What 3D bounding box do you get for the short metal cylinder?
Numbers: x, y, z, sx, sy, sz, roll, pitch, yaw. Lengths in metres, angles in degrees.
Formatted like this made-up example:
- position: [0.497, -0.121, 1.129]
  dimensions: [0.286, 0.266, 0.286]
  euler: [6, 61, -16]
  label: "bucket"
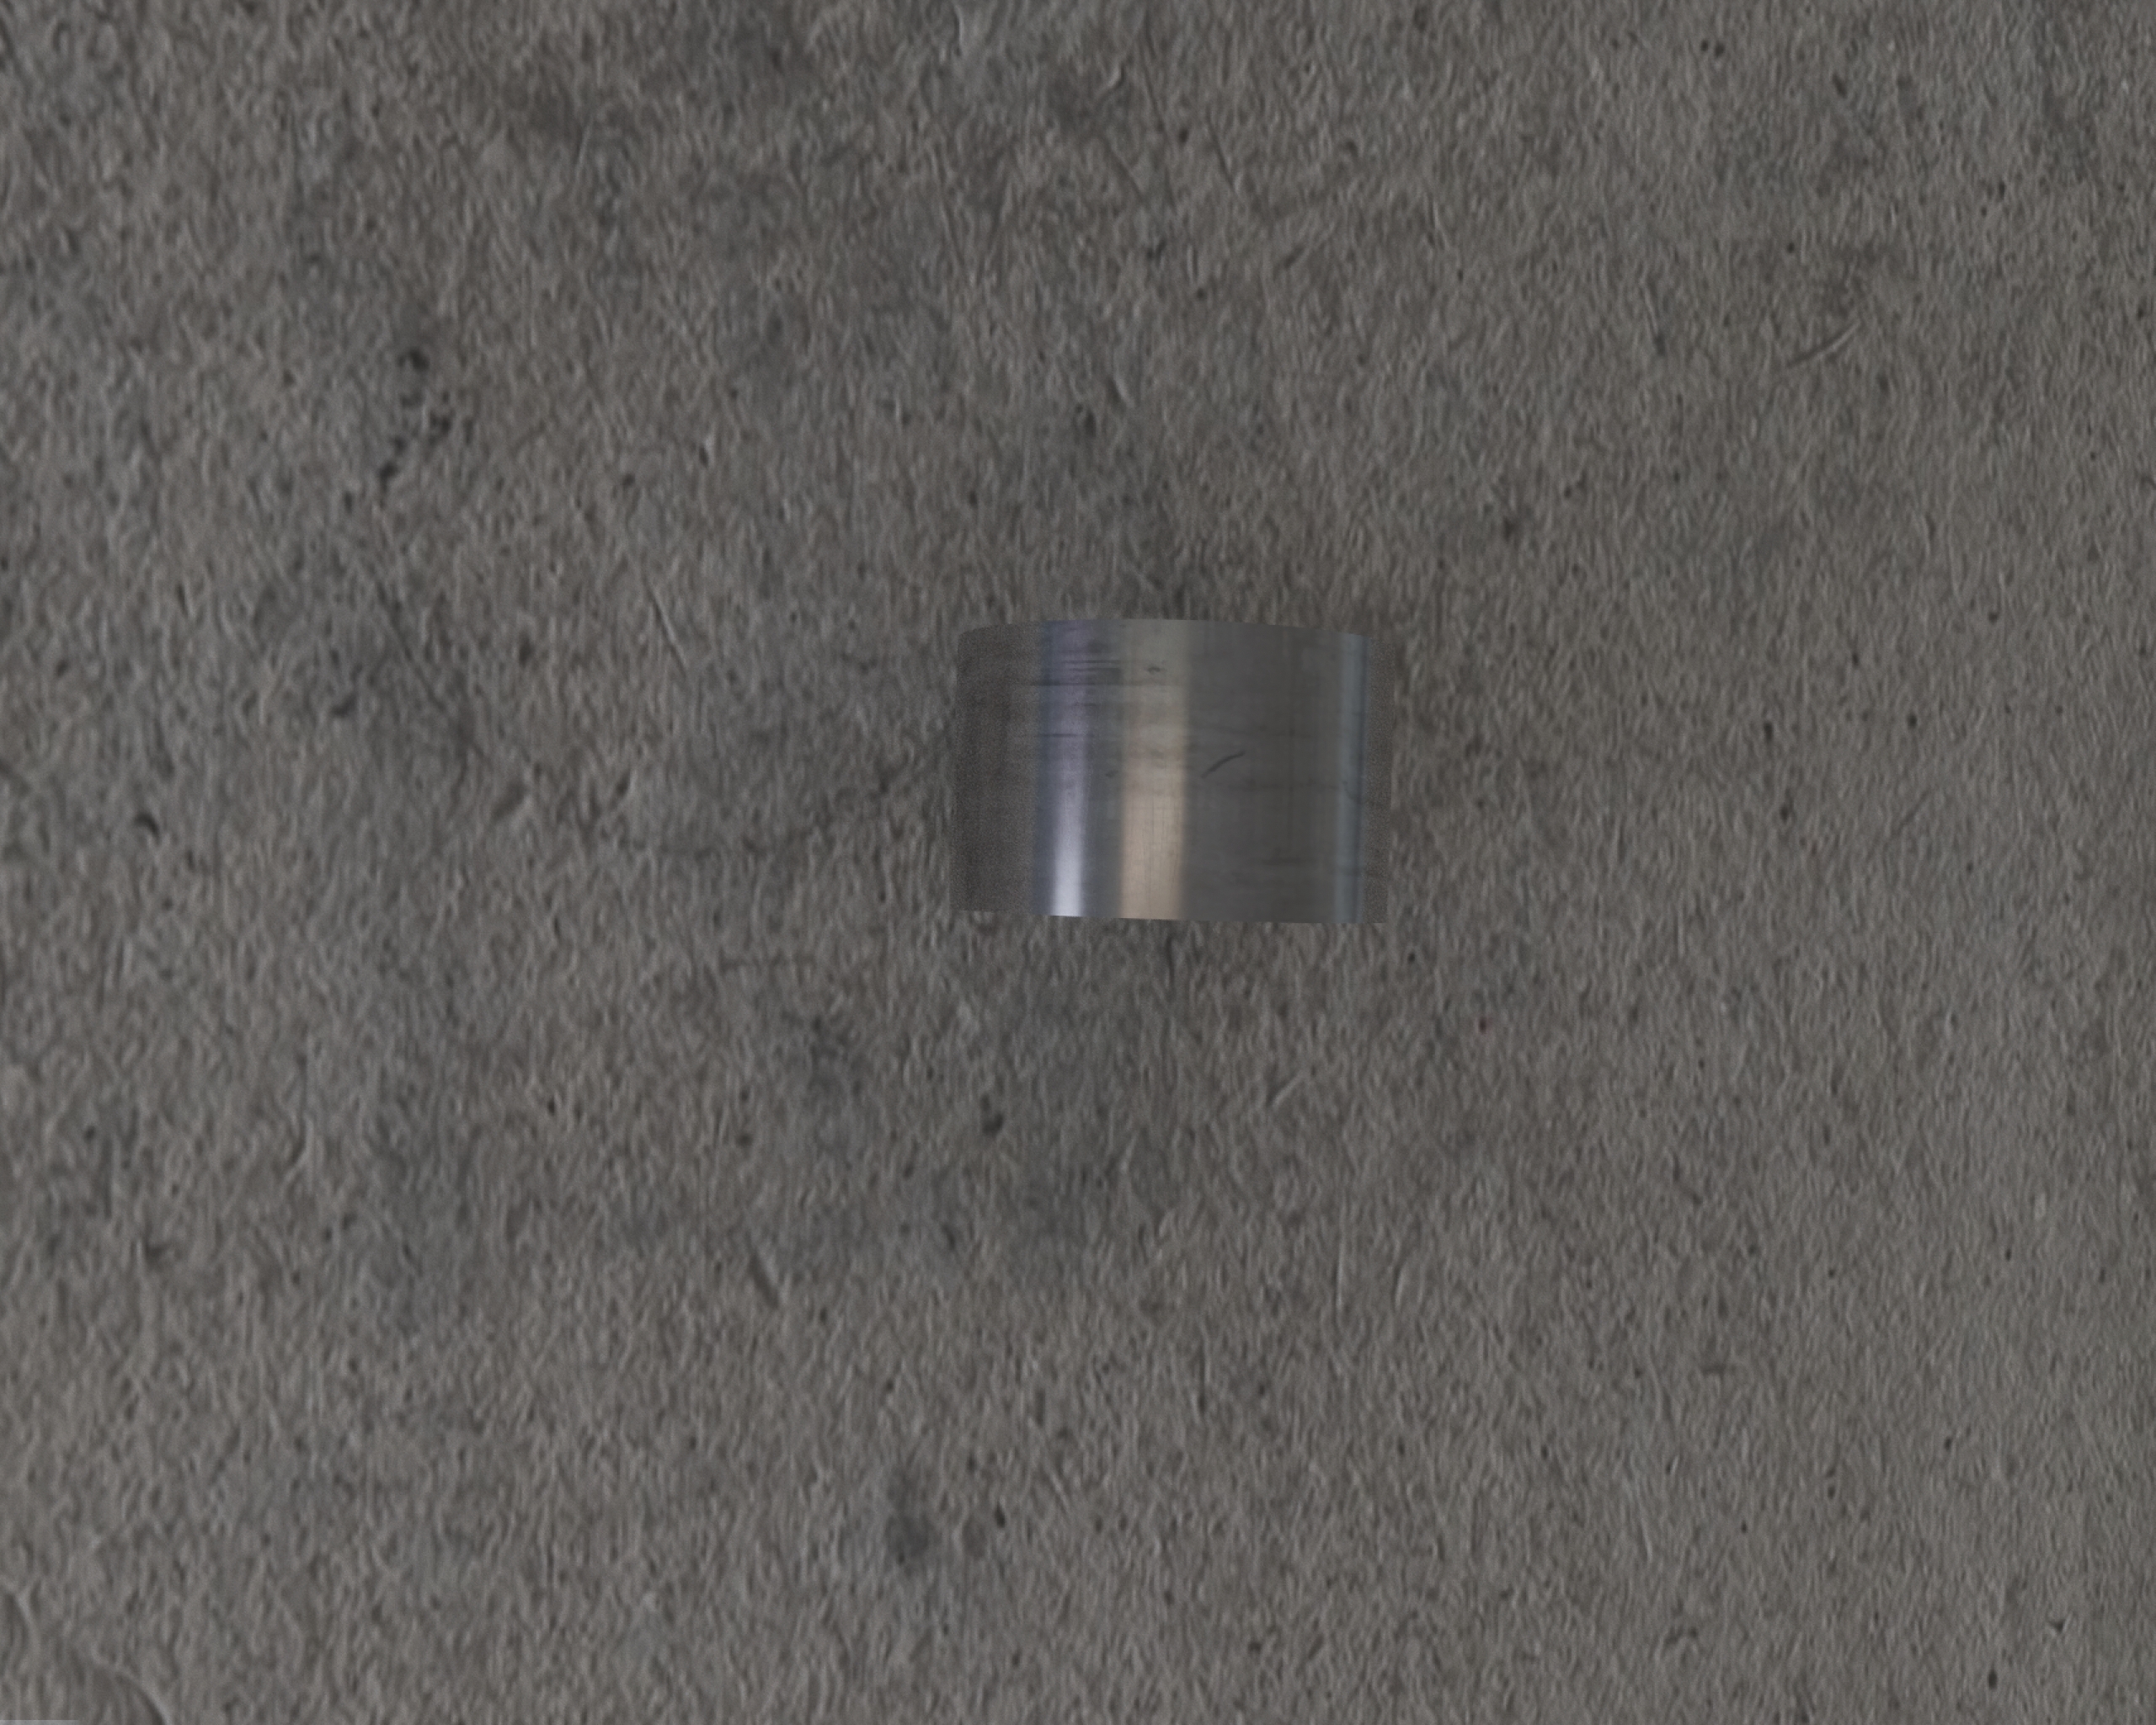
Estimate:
- position: [0.017, -0.015, 0.386]
  dimensions: [0.081, 0.080, 0.050]
  euler: [2, 90, -20]
  label: "short metal cylinder"
